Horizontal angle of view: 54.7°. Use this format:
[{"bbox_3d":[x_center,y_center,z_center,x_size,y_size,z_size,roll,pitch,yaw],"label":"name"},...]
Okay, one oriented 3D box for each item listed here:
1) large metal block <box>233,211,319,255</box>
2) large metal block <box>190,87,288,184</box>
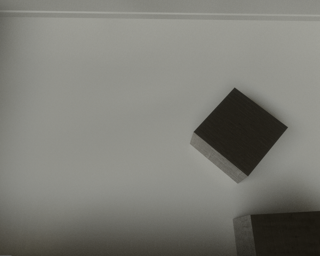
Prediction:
[{"bbox_3d":[0.131,0.121,0.337,0.081,0.080,0.050,-3,70,-1],"label":"large metal block"},{"bbox_3d":[0.097,0.010,0.393,0.080,0.050,0.080,40,75,13],"label":"large metal block"}]
